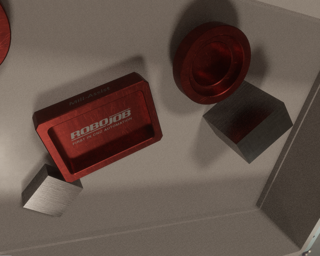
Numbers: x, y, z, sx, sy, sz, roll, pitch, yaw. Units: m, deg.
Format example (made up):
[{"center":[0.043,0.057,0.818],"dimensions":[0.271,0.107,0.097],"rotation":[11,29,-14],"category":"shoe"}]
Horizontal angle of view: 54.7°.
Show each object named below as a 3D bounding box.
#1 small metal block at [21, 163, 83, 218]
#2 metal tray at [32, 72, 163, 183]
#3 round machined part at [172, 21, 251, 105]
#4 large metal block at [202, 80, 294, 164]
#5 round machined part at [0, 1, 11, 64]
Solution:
[{"center":[-0.134,0.079,0.385],"dimensions":[0.050,0.025,0.050],"rotation":[33,99,-39],"category":"small metal block"},{"center":[-0.068,-0.001,0.368],"dimensions":[0.131,0.030,0.090],"rotation":[-25,128,-13],"category":"metal tray"},{"center":[0.059,-0.082,0.381],"dimensions":[0.099,0.042,0.097],"rotation":[-14,125,-21],"category":"round machined part"},{"center":[0.122,-0.011,0.435],"dimensions":[0.080,0.080,0.050],"rotation":[-41,130,0],"category":"large metal block"},{"center":[-0.176,-0.080,0.252],"dimensions":[0.099,0.042,0.097],"rotation":[-14,125,-21],"category":"round machined part"}]
